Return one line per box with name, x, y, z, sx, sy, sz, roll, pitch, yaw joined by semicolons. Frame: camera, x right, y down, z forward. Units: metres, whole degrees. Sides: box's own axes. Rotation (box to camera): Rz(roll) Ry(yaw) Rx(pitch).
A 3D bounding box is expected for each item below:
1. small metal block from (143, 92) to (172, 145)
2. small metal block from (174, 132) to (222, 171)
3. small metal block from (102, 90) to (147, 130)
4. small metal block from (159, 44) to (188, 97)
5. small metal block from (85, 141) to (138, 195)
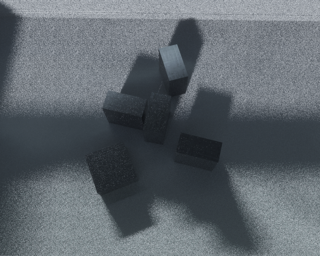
small metal block;-0.003;-0.011;0.400;0.025;0.050;0.050;11;71;4
small metal block;0.046;0.031;0.385;0.050;0.050;0.025;14;71;5
small metal block;-0.043;-0.022;0.404;0.050;0.050;0.025;13;71;5
small metal block;0.017;-0.077;0.424;0.025;0.050;0.050;-15;71;-5
small metal block;-0.060;0.051;0.390;0.050;0.025;0.050;-21;71;-8
